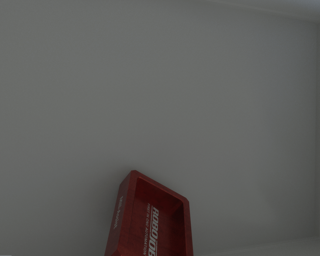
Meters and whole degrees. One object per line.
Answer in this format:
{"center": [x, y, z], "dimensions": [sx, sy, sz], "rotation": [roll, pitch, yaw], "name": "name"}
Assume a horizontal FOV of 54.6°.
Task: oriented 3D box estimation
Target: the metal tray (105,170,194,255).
{"center": [-0.008, 0.114, 0.352], "dimensions": [0.090, 0.130, 0.030], "rotation": [31, 115, -15], "name": "metal tray"}
